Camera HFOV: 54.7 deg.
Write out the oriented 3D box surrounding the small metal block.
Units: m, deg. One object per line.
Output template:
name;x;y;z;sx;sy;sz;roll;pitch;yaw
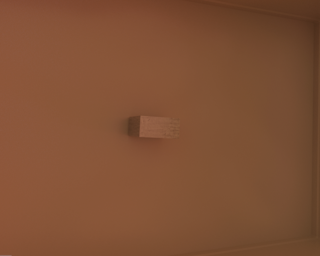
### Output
small metal block;-0.008;-0.001;0.391;0.050;0.050;0.025;3;89;-20
